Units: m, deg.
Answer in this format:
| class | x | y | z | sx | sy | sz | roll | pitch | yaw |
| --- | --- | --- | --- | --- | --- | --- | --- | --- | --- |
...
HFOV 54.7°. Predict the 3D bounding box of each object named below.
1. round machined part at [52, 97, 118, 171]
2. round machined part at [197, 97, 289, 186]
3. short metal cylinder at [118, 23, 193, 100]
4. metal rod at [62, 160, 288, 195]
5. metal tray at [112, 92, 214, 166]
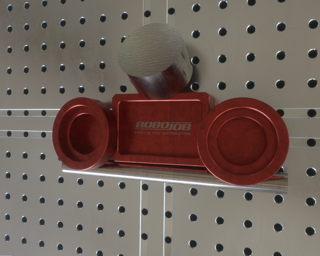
| class | x | y | z | sx | sy | sz | roll | pitch | yaw |
| --- | --- | --- | --- | --- | --- | --- | --- | --- | --- |
| round machined part | -0.098 | 0.008 | 0.429 | 0.098 | 0.042 | 0.097 | -1 | 87 | 28 |
| round machined part | 0.094 | 0.015 | 0.361 | 0.098 | 0.042 | 0.097 | 0 | 88 | 12 |
| short metal cylinder | -0.005 | -0.081 | 0.381 | 0.080 | 0.050 | 0.080 | -8 | 61 | 15 |
| metal rod | 0.005 | 0.059 | 0.406 | 0.301 | 0.025 | 0.025 | 2 | 91 | 19 |
| metal tray | 0.002 | 0.000 | 0.404 | 0.130 | 0.030 | 0.089 | 1 | 91 | 19 |
